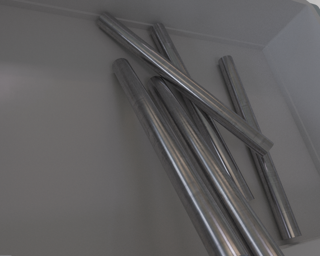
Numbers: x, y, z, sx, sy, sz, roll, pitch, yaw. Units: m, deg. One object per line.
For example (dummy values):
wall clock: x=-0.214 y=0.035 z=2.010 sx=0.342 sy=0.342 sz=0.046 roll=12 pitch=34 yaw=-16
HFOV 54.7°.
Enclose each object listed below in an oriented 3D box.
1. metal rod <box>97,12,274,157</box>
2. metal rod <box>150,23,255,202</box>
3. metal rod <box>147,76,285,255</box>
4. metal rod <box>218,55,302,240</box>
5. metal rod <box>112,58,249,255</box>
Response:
metal rod: x=0.030 y=-0.066 z=0.435 sx=0.300 sy=0.025 sz=0.025 roll=40 pitch=50 yaw=9
metal rod: x=0.054 y=-0.031 z=0.453 sx=0.025 sy=0.025 sz=0.299 roll=-12 pitch=68 yaw=-33
metal rod: x=0.040 y=0.023 z=0.330 sx=0.025 sy=0.025 sz=0.300 roll=5 pitch=33 yaw=-26
metal rod: x=0.144 y=0.014 z=0.474 sx=0.025 sy=0.025 sz=0.299 roll=1 pitch=61 yaw=-28
metal rod: x=-0.001 y=0.005 z=0.325 sx=0.025 sy=0.025 sz=0.300 roll=1 pitch=37 yaw=-28
